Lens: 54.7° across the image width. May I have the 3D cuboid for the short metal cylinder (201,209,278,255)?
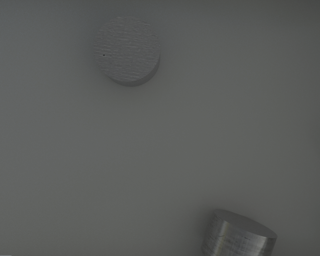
[{"bbox_3d":[0.097,0.141,0.385,0.080,0.080,0.050,19,90,0],"label":"short metal cylinder"}]

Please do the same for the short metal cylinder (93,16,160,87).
[{"bbox_3d":[-0.040,-0.096,0.398,0.081,0.050,0.080,0,90,0],"label":"short metal cylinder"}]
